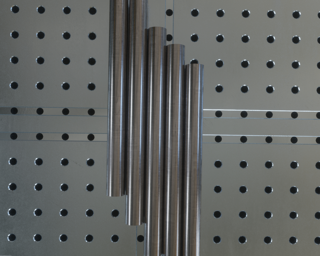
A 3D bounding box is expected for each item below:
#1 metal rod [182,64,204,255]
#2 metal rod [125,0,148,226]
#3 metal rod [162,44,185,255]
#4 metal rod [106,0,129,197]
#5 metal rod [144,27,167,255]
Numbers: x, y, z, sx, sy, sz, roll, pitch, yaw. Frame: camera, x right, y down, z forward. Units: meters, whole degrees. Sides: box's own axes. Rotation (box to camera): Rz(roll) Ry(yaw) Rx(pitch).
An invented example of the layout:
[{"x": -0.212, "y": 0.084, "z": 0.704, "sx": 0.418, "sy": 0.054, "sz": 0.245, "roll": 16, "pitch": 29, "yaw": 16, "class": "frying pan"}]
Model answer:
[{"x": 0.043, "y": 0.066, "z": 0.413, "sx": 0.025, "sy": 0.025, "sz": 0.298, "roll": 1, "pitch": 90, "yaw": -1, "class": "metal rod"}, {"x": -0.031, "y": -0.023, "z": 0.412, "sx": 0.025, "sy": 0.025, "sz": 0.298, "roll": 1, "pitch": 90, "yaw": -1, "class": "metal rod"}, {"x": 0.018, "y": 0.040, "z": 0.413, "sx": 0.025, "sy": 0.025, "sz": 0.298, "roll": 1, "pitch": 90, "yaw": -1, "class": "metal rod"}, {"x": -0.056, "y": -0.060, "z": 0.412, "sx": 0.025, "sy": 0.025, "sz": 0.298, "roll": 1, "pitch": 90, "yaw": -1, "class": "metal rod"}, {"x": -0.006, "y": 0.018, "z": 0.413, "sx": 0.025, "sy": 0.025, "sz": 0.298, "roll": 1, "pitch": 90, "yaw": -1, "class": "metal rod"}]
